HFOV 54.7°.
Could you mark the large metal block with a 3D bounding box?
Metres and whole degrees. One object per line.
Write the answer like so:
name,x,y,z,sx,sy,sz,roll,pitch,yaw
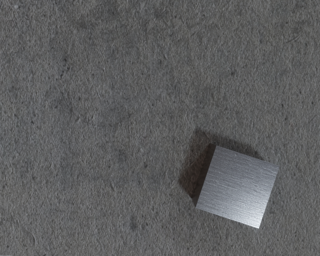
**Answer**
large metal block,0.094,0.071,0.398,0.080,0.050,0.080,18,90,0
